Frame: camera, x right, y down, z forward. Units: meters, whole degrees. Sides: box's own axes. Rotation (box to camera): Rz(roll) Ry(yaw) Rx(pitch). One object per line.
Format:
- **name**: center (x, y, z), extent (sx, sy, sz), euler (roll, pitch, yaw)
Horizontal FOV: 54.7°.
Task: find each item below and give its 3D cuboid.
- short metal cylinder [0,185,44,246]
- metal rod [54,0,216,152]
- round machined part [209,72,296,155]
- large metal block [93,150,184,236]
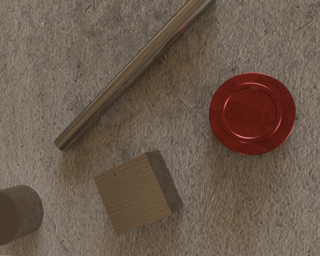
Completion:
- **short metal cylinder**: center (-0.230, 0.132, 0.477), extent (0.080, 0.050, 0.080), euler (0, 90, 20)
- **metal rod**: center (-0.041, -0.073, 0.423), extent (0.299, 0.025, 0.025), euler (-43, 77, 14)
- **round machined part**: center (0.106, -0.017, 0.363), extent (0.098, 0.042, 0.097), euler (0, 90, 20)
- **large metal block**: center (-0.027, 0.083, 0.405), extent (0.080, 0.050, 0.080), euler (-27, 81, 18)
